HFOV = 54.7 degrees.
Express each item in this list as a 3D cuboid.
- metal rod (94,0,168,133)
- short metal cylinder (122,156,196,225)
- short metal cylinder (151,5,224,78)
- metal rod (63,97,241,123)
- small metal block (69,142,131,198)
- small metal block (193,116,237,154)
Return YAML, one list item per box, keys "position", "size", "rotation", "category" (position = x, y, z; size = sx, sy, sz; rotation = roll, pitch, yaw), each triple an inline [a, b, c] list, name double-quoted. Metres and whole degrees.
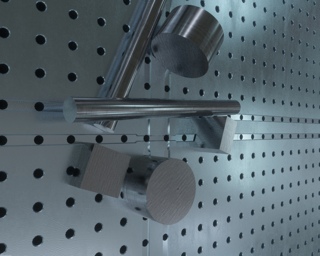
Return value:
- position: [-0.015, -0.135, 0.395]
  size: [0.025, 0.025, 0.299]
  rotation: [32, 70, -36]
  category: "metal rod"
- position: [-0.001, 0.076, 0.393]
  size: [0.081, 0.050, 0.079]
  rotation: [0, 90, -40]
  category: "short metal cylinder"
- position: [0.036, -0.111, 0.403]
  size: [0.080, 0.080, 0.050]
  rotation: [43, 64, -32]
  category: "short metal cylinder"
- position: [0.018, -0.026, 0.402]
  size: [0.302, 0.025, 0.025]
  rotation: [-5, 93, -46]
  category: "metal rod"
- position: [-0.067, 0.048, 0.353]
  size: [0.050, 0.025, 0.050]
  rotation: [26, 74, -37]
  category: "small metal block"
- position: [0.082, 0.010, 0.462]
  size: [0.025, 0.050, 0.050]
  rotation: [26, 74, -37]
  category: "small metal block"
